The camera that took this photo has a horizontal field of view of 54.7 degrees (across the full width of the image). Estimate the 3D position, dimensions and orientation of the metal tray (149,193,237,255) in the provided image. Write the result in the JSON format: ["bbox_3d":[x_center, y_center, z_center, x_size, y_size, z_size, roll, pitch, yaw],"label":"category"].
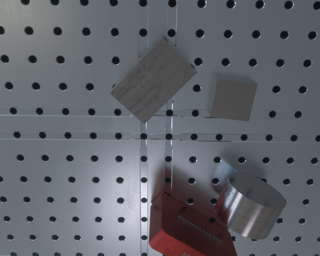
[{"bbox_3d":[0.048,0.155,0.436,0.130,0.090,0.030,33,107,-12],"label":"metal tray"}]

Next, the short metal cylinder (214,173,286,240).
[{"bbox_3d":[0.122,0.104,0.424,0.080,0.080,0.050,18,109,-7],"label":"short metal cylinder"}]

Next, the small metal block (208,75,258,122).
[{"bbox_3d":[0.092,-0.039,0.400,0.050,0.025,0.050,7,110,-3],"label":"small metal block"}]

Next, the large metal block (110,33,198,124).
[{"bbox_3d":[-0.007,-0.061,0.361,0.050,0.080,0.080,42,105,-14],"label":"large metal block"}]
